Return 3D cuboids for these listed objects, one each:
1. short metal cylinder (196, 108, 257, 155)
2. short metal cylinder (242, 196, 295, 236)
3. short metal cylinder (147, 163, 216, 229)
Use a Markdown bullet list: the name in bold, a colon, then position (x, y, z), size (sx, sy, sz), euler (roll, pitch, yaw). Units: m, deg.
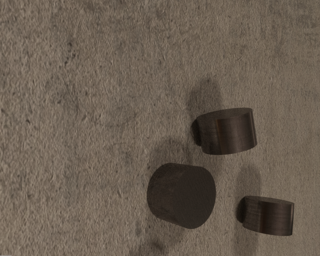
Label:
- **short metal cylinder**: position (0.098, 0.003, 0.453), size (0.081, 0.080, 0.050), euler (-19, 103, -39)
- **short metal cylinder**: position (0.184, 0.147, 0.527), size (0.081, 0.080, 0.050), euler (11, 83, -40)
- **short metal cylinder**: position (0.030, 0.089, 0.416), size (0.081, 0.050, 0.079), euler (0, 90, -40)
